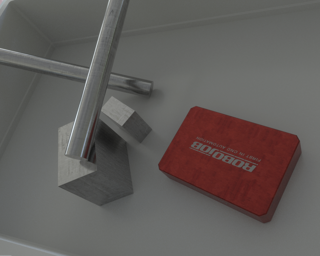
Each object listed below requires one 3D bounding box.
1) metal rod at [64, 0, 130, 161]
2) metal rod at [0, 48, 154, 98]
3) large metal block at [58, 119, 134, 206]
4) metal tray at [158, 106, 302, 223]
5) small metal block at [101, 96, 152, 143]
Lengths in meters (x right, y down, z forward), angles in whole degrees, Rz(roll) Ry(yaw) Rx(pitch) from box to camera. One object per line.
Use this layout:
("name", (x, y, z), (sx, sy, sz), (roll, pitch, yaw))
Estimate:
("metal rod", (-0.061, -0.109, 0.373), (0.025, 0.025, 0.299), (1, 70, 28))
("metal rod", (-0.159, -0.090, 0.464), (0.301, 0.025, 0.025), (13, 66, 6))
("large metal block", (-0.079, 0.041, 0.385), (0.050, 0.080, 0.080), (-23, 53, 14))
("metal tray", (0.074, 0.034, 0.342), (0.130, 0.030, 0.090), (20, 72, 35))
("small metal block", (-0.045, -0.011, 0.419), (0.050, 0.050, 0.025), (33, 80, 38))
